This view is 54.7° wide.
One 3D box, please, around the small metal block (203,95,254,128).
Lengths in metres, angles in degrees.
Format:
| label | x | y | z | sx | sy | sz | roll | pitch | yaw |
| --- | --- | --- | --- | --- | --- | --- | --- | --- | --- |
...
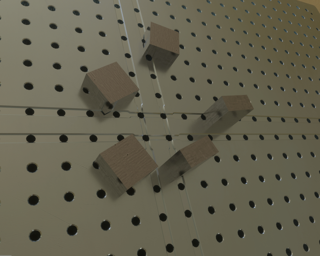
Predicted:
| label | x | y | z | sx | sy | sz | roll | pitch | yaw |
| --- | --- | --- | --- | --- | --- | --- | --- | --- | --- |
| small metal block | 0.102 | -0.025 | 0.464 | 0.050 | 0.050 | 0.025 | -6 | 65 | -31 |

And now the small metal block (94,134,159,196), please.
| label | x | y | z | sx | sy | sz | roll | pitch | yaw |
| --- | --- | --- | --- | --- | --- | --- | --- | --- | --- |
| small metal block | -0.039 | 0.042 | 0.362 | 0.050 | 0.025 | 0.050 | -33 | 81 | -38 |

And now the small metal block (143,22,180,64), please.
| label | x | y | z | sx | sy | sz | roll | pitch | yaw |
| --- | --- | --- | --- | --- | --- | --- | --- | --- | --- |
| small metal block | 0.003 | -0.135 | 0.494 | 0.050 | 0.025 | 0.050 | 14 | 56 | -21 |

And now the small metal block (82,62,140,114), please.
| label | x | y | z | sx | sy | sz | roll | pitch | yaw |
| --- | --- | --- | --- | --- | --- | --- | --- | --- | --- |
| small metal block | -0.065 | -0.054 | 0.407 | 0.050 | 0.025 | 0.050 | -33 | 81 | -38 |

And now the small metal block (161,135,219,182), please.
| label | x | y | z | sx | sy | sz | roll | pitch | yaw |
| --- | --- | --- | --- | --- | --- | --- | --- | --- | --- |
| small metal block | 0.037 | 0.039 | 0.390 | 0.050 | 0.050 | 0.025 | -23 | 75 | -37 |
